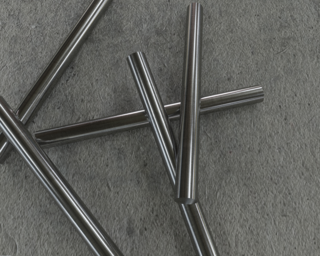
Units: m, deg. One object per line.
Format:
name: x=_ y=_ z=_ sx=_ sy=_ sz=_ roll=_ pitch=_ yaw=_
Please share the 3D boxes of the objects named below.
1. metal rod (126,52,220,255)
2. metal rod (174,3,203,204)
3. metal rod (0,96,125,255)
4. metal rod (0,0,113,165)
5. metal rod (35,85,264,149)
metal rod: x=0.018 y=0.045 z=0.373 sx=0.025 sy=0.025 sz=0.299 roll=-19 pitch=78 yaw=-7
metal rod: x=0.041 y=-0.052 z=0.402 sx=0.025 sy=0.025 sz=0.299 roll=5 pitch=61 yaw=2
metal rod: x=-0.112 y=0.080 z=0.362 sx=0.025 sy=0.025 sz=0.300 roll=-39 pitch=80 yaw=-13
metal rod: x=-0.146 y=-0.086 z=0.438 sx=0.025 sy=0.025 sz=0.300 roll=24 pitch=72 yaw=8
metal rod: x=-0.010 y=-0.016 z=0.413 sx=0.302 sy=0.025 sz=0.025 roll=-12 pitch=71 yaw=-5
